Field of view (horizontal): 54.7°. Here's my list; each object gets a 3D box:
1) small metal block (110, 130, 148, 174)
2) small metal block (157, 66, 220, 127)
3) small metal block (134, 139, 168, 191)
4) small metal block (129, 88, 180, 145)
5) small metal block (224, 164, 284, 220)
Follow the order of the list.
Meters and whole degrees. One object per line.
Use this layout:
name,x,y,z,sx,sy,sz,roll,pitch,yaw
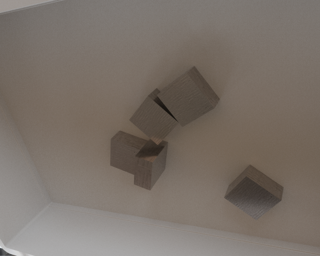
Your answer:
small metal block,-0.044,0.038,0.454,0.050,0.025,0.050,19,126,16
small metal block,0.034,-0.037,0.367,0.050,0.025,0.050,-32,101,38
small metal block,-0.012,0.049,0.428,0.025,0.050,0.050,18,125,18
small metal block,-0.004,-0.014,0.400,0.050,0.025,0.050,41,129,-1
small metal block,0.119,0.083,0.396,0.050,0.025,0.050,35,129,4
